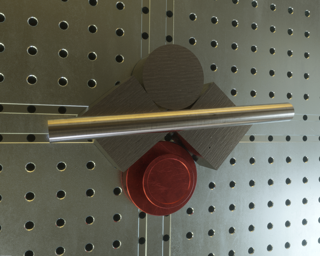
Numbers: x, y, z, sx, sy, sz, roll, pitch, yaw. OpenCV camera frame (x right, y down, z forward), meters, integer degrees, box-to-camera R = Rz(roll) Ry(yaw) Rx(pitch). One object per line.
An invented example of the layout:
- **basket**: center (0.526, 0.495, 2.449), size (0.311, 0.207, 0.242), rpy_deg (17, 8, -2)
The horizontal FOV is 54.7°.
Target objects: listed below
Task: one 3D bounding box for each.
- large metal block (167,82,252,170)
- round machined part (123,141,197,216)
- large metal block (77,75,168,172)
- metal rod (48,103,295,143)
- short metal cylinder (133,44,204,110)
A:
- **large metal block**: center (0.062, -0.003, 0.416), size (0.080, 0.050, 0.080), rpy_deg (44, 77, -15)
- **round machined part**: center (0.005, 0.065, 0.401), size (0.099, 0.042, 0.097), rpy_deg (0, 90, -20)
- **large metal block**: center (-0.045, -0.006, 0.379), size (0.080, 0.050, 0.080), rpy_deg (-41, 105, -16)
- **metal rod**: center (0.029, -0.009, 0.364), size (0.303, 0.025, 0.025), rpy_deg (-5, 92, -20)
- **short metal cylinder**: center (0.009, -0.062, 0.399), size (0.081, 0.050, 0.079), rpy_deg (0, 90, -20)
